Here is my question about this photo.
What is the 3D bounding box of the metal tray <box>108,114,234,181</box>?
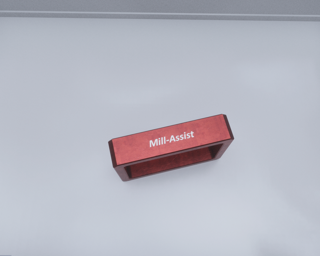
[{"bbox_3d":[0.012,0.026,0.365,0.131,0.090,0.030,-13,71,-5],"label":"metal tray"}]
